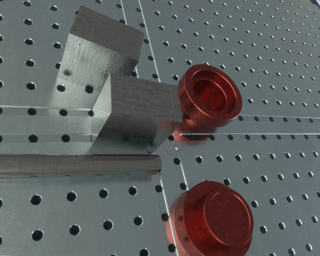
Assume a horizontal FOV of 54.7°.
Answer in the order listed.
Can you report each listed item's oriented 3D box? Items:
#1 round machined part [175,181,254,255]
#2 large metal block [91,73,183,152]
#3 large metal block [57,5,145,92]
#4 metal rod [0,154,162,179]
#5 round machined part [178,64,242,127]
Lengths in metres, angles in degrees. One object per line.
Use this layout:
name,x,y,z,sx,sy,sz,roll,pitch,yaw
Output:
round machined part,0.071,0.109,0.369,0.099,0.042,0.098,14,56,-21
large metal block,-0.031,-0.014,0.365,0.081,0.080,0.050,8,59,-24
large metal block,-0.075,-0.091,0.388,0.081,0.080,0.050,19,55,-17
metal rod,-0.138,0.038,0.310,0.303,0.025,0.025,3,61,-27
round machined part,0.069,-0.043,0.461,0.099,0.042,0.098,14,56,-21
